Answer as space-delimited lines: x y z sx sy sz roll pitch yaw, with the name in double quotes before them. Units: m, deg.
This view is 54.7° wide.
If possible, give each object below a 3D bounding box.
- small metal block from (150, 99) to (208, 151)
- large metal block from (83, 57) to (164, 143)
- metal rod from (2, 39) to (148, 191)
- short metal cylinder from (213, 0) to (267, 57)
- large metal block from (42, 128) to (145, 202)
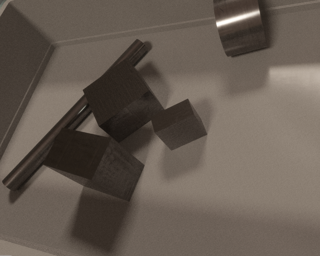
"small metal block" 0.024 -0.003 0.378 0.050 0.050 0.025 -25 53 12
"large metal block" -0.052 -0.040 0.440 0.080 0.050 0.080 -35 51 4
"metal rod" -0.129 -0.024 0.485 0.300 0.025 0.025 -48 52 -6
"short metal cylinder" 0.105 -0.138 0.399 0.050 0.080 0.080 -11 57 22
"large metal block" -0.079 0.045 0.382 0.080 0.080 0.050 10 67 32
